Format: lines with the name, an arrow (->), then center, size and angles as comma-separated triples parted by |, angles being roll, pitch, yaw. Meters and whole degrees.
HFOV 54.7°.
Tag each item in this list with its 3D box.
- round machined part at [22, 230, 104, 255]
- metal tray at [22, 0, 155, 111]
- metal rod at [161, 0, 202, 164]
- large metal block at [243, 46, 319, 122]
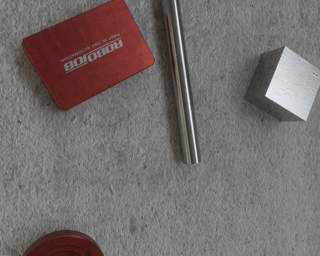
round machined part -> -0.114, 0.167, 0.359 | 0.099, 0.042, 0.097 | 0, 90, -21
metal tray -> -0.083, -0.089, 0.376 | 0.131, 0.030, 0.090 | -32, 101, -18
metal rod -> 0.024, -0.100, 0.418 | 0.025, 0.025, 0.298 | -9, 93, -20
large metal block -> 0.186, -0.063, 0.466 | 0.080, 0.050, 0.080 | 27, 81, -19
